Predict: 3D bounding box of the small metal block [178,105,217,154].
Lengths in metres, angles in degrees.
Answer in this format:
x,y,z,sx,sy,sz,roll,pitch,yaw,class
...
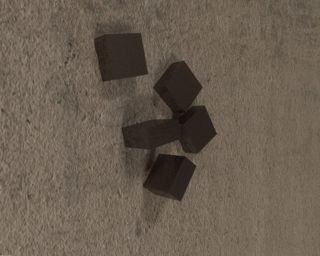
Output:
x,y,z,sx,sy,sz,roll,pitch,yaw,class
0.051,0.002,0.450,0.050,0.025,0.050,-40,115,-33,small metal block

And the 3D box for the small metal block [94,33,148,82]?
x,y,z,sx,sy,sz,roll,pitch,yaw,class
-0.045,-0.084,0.368,0.050,0.025,0.050,-17,101,-39,small metal block

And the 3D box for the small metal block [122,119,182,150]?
x,y,z,sx,sy,sz,roll,pitch,yaw,class
-0.010,0.006,0.382,0.050,0.050,0.025,-17,101,-39,small metal block

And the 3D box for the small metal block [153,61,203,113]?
x,y,z,sx,sy,sz,roll,pitch,yaw,class
0.026,-0.056,0.429,0.050,0.025,0.050,49,61,-29,small metal block

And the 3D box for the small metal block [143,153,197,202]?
x,y,z,sx,sy,sz,roll,pitch,yaw,class
0.012,0.063,0.401,0.025,0.050,0.050,42,65,-33,small metal block
